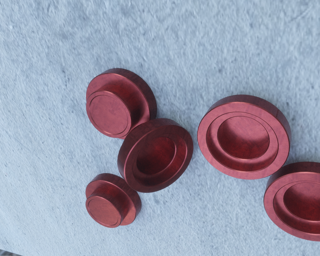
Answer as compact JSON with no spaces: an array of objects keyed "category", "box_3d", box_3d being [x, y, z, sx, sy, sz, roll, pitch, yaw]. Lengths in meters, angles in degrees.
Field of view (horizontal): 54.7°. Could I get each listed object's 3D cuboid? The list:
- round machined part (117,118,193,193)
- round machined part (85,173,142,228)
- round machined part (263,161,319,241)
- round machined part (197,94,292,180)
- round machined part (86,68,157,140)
[{"category":"round machined part","box_3d":[-0.009,0.031,0.395,0.042,0.099,0.097,42,141,47]},{"category":"round machined part","box_3d":[-0.084,0.127,0.517,0.098,0.042,0.097,13,124,20]},{"category":"round machined part","box_3d":[0.172,0.078,0.353,0.098,0.042,0.097,13,124,20]},{"category":"round machined part","box_3d":[0.096,0.007,0.349,0.098,0.042,0.097,13,124,20]},{"category":"round machined part","box_3d":[-0.057,-0.026,0.409,0.098,0.042,0.097,13,124,20]}]
